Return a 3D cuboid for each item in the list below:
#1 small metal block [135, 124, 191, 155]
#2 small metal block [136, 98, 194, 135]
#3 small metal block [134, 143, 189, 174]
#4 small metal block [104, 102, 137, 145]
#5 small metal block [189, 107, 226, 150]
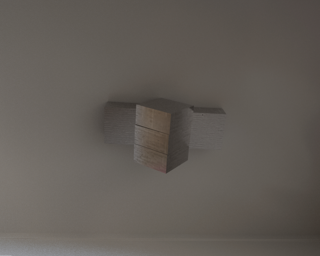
[{"bbox_3d":[0.004,0.007,0.388,0.050,0.050,0.025,16,113,33],"label":"small metal block"},{"bbox_3d":[0.006,-0.016,0.379,0.050,0.050,0.025,17,113,32],"label":"small metal block"},{"bbox_3d":[0.002,0.031,0.397,0.050,0.050,0.025,16,113,33],"label":"small metal block"},{"bbox_3d":[-0.046,-0.006,0.407,0.050,0.025,0.050,4,110,-2],"label":"small metal block"},{"bbox_3d":[0.057,0.000,0.411,0.050,0.025,0.050,3,110,-2],"label":"small metal block"}]
